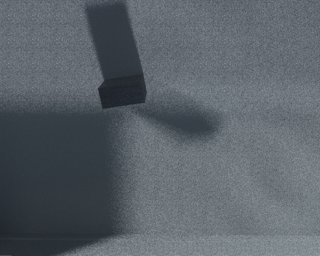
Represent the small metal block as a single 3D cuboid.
[{"bbox_3d":[-0.044,-0.046,0.381,0.050,0.050,0.025,-8,110,3],"label":"small metal block"}]
